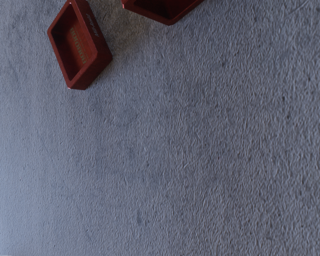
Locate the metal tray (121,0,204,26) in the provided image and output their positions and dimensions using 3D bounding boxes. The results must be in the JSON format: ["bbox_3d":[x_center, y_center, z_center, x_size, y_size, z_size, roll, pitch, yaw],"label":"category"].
[{"bbox_3d":[0.027,-0.171,0.340,0.130,0.091,0.030,-29,73,36],"label":"metal tray"}]

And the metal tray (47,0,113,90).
[{"bbox_3d":[-0.136,-0.139,0.514,0.090,0.030,0.130,-39,67,33],"label":"metal tray"}]
